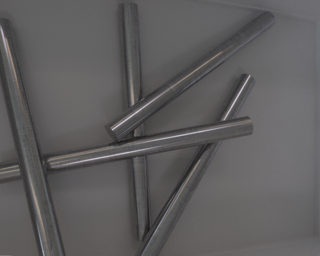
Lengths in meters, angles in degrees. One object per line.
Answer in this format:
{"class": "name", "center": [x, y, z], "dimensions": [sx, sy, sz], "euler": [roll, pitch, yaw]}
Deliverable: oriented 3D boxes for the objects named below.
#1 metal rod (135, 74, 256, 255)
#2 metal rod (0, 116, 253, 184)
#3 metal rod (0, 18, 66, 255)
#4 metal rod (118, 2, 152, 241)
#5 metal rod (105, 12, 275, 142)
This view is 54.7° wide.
{"class": "metal rod", "center": [0.052, 0.049, 0.414], "dimensions": [0.025, 0.025, 0.300], "euler": [38, 72, -16]}
{"class": "metal rod", "center": [-0.032, 0.024, 0.372], "dimensions": [0.302, 0.025, 0.025], "euler": [-10, 94, -10]}
{"class": "metal rod", "center": [-0.139, 0.027, 0.329], "dimensions": [0.025, 0.025, 0.299], "euler": [-13, 83, -20]}
{"class": "metal rod", "center": [-0.031, -0.007, 0.398], "dimensions": [0.025, 0.025, 0.298], "euler": [-4, 92, -20]}
{"class": "metal rod", "center": [0.054, -0.079, 0.414], "dimensions": [0.301, 0.025, 0.025], "euler": [-38, 102, -22]}
